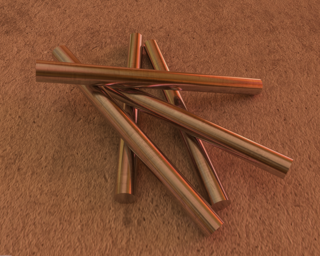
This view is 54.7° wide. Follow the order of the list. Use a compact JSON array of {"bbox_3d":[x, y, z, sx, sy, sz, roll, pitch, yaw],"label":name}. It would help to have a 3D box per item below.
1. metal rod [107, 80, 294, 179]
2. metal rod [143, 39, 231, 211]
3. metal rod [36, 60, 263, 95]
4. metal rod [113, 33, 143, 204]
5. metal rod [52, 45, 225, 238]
[{"bbox_3d":[0.011,-0.018,0.384,0.301,0.025,0.025,26,55,20],"label":"metal rod"},{"bbox_3d":[0.025,-0.027,0.425,0.025,0.025,0.300,-12,51,-10],"label":"metal rod"},{"bbox_3d":[0.002,-0.062,0.402,0.302,0.025,0.025,1,48,-21],"label":"metal rod"},{"bbox_3d":[-0.040,-0.038,0.434,0.025,0.025,0.300,0,50,0],"label":"metal rod"},{"bbox_3d":[-0.039,0.001,0.366,0.025,0.025,0.300,-33,67,-25],"label":"metal rod"}]
